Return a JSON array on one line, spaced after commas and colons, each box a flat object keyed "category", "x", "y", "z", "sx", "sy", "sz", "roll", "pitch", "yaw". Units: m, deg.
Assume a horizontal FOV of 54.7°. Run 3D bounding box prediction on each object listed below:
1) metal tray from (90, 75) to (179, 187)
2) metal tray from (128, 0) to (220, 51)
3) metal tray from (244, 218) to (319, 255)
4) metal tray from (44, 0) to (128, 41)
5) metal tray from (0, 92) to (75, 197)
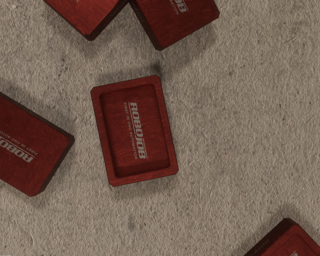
[{"category": "metal tray", "x": -0.032, "y": 0.004, "z": 0.407, "sx": 0.091, "sy": 0.030, "sz": 0.129, "roll": -11, "pitch": 90, "yaw": -1}, {"category": "metal tray", "x": 0.005, "y": -0.175, "z": 0.387, "sx": 0.090, "sy": 0.030, "sz": 0.130, "roll": -33, "pitch": 102, "yaw": -10}, {"category": "metal tray", "x": 0.157, "y": 0.196, "z": 0.409, "sx": 0.130, "sy": 0.030, "sz": 0.090, "roll": -43, "pitch": 91, "yaw": -1}, {"category": "metal tray", "x": -0.083, "y": -0.193, "z": 0.406, "sx": 0.090, "sy": 0.030, "sz": 0.130, "roll": 42, "pitch": 90, "yaw": -1}, {"category": "metal tray", "x": -0.192, "y": 0.018, "z": 0.405, "sx": 0.130, "sy": 0.030, "sz": 0.090, "roll": 31, "pitch": 90, "yaw": -1}]
